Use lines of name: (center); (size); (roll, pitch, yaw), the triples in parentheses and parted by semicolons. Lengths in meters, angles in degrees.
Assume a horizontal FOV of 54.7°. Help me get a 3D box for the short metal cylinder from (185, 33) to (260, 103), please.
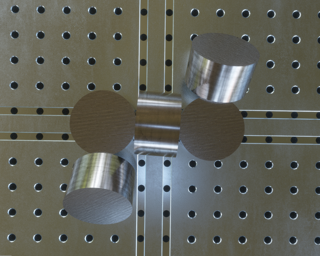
short metal cylinder: (0.074, -0.075, 0.380); (0.081, 0.080, 0.050); (9, 132, -1)

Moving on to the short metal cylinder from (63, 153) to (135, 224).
short metal cylinder: (-0.072, 0.075, 0.379); (0.081, 0.050, 0.079); (0, 134, 1)

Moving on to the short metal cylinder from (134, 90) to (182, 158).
short metal cylinder: (-0.003, -0.005, 0.386); (0.050, 0.080, 0.079); (5, 90, 0)

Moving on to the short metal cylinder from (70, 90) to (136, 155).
short metal cylinder: (-0.069, -0.006, 0.399); (0.081, 0.050, 0.079); (0, 90, -1)

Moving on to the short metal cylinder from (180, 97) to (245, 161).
short metal cylinder: (0.063, 0.000, 0.401); (0.081, 0.050, 0.079); (0, 90, -1)
